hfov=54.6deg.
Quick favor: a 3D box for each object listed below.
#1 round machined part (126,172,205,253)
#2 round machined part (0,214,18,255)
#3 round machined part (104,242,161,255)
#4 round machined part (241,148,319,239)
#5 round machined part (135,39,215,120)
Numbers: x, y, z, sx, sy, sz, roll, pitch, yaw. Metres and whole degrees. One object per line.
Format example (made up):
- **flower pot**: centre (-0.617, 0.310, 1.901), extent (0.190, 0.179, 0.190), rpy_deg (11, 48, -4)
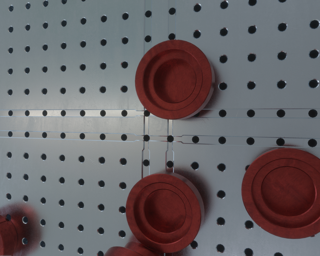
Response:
- **round machined part**: centre (0.009, 0.105, 0.401), extent (0.098, 0.042, 0.097), rpy_deg (0, 90, 19)
- **round machined part**: centre (-0.273, 0.182, 0.501), extent (0.098, 0.042, 0.097), rpy_deg (0, 90, 20)
- **round machined part**: centre (-0.027, 0.186, 0.398), extent (0.098, 0.042, 0.097), rpy_deg (18, 131, 23)
- **round machined part**: centre (0.145, 0.070, 0.352), extent (0.098, 0.042, 0.097), rpy_deg (0, 90, 20)
- **round machined part**: centre (0.021, -0.059, 0.396), extent (0.098, 0.042, 0.097), rpy_deg (0, 90, 20)
